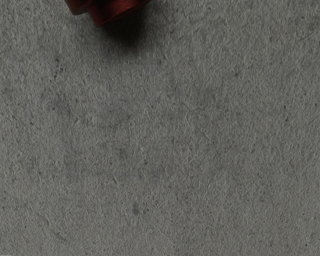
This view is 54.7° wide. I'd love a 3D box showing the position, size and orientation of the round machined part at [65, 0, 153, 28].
[{"bbox_3d":[-0.045,-0.138,0.320,0.098,0.098,0.042,-24,109,8],"label":"round machined part"}]
